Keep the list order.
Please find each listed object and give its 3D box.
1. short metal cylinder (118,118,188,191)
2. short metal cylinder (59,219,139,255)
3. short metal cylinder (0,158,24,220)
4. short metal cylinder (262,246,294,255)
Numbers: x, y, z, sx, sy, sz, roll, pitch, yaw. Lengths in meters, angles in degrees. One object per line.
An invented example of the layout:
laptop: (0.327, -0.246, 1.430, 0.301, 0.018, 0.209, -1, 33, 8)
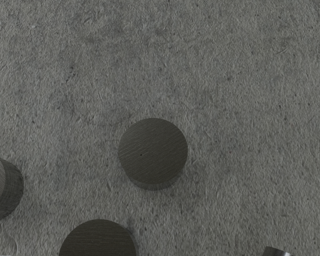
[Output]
short metal cylinder: (-0.008, 0.034, 0.382, 0.081, 0.050, 0.080, 0, 70, 0)
short metal cylinder: (-0.065, 0.144, 0.342, 0.081, 0.050, 0.080, 0, 70, 0)
short metal cylinder: (-0.213, 0.071, 0.367, 0.081, 0.050, 0.080, 0, 70, 0)
short metal cylinder: (0.139, 0.166, 0.319, 0.080, 0.080, 0.050, 27, 72, 9)
